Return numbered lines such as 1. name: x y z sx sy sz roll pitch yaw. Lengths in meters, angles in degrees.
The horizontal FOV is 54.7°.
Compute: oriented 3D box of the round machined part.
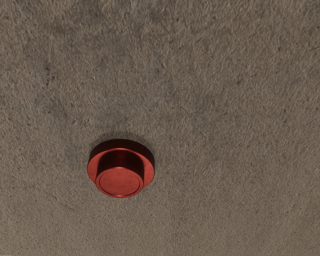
1. round machined part: -0.057 0.065 0.451 0.099 0.042 0.097 -1 130 0
